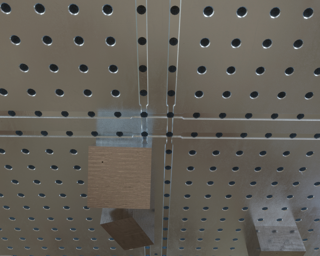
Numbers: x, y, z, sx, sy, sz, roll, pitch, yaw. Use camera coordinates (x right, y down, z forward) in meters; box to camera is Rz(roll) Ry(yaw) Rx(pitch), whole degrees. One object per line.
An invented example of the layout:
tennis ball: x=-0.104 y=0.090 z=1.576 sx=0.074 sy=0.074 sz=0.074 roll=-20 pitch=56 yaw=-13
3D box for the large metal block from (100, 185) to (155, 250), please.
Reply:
large metal block: x=-0.047 y=0.131 z=0.486 sx=0.050 sy=0.080 sz=0.080 roll=-17 pitch=129 yaw=13

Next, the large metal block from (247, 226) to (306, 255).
large metal block: x=0.219 y=0.233 z=0.595 sx=0.080 sy=0.050 sz=0.080 roll=1 pitch=130 yaw=-1

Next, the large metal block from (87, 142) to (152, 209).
large metal block: x=-0.053 y=0.063 z=0.423 sx=0.080 sy=0.050 sz=0.080 roll=2 pitch=93 yaw=-1
